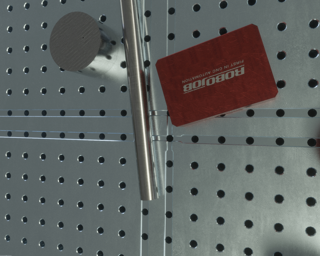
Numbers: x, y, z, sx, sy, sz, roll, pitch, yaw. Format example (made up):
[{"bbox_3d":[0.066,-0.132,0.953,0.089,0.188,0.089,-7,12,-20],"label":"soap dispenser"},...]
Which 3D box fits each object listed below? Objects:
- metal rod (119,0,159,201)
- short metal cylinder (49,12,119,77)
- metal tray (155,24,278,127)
[{"bbox_3d":[-0.030,-0.053,0.423,0.025,0.025,0.298,-7,88,20],"label":"metal rod"},{"bbox_3d":[-0.106,-0.116,0.437,0.080,0.050,0.080,0,90,20],"label":"short metal cylinder"},{"bbox_3d":[0.068,-0.061,0.386,0.130,0.030,0.090,-17,84,19],"label":"metal tray"}]
